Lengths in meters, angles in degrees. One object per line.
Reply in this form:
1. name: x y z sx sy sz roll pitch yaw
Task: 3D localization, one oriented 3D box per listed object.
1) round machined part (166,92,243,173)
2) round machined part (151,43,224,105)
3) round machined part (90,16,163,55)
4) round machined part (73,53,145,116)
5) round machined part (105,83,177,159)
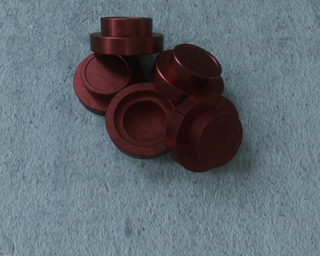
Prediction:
1. round machined part: 0.059 0.009 0.368 0.098 0.098 0.042 -41 35 -14
2. round machined part: 0.041 -0.073 0.404 0.099 0.042 0.098 15 44 -15
3. round machined part: -0.044 -0.126 0.415 0.099 0.098 0.042 1 112 0
4. round machined part: -0.070 -0.068 0.425 0.099 0.042 0.098 0 70 -1
5. round machined part: -0.019 -0.006 0.402 0.099 0.042 0.098 0 70 -1
